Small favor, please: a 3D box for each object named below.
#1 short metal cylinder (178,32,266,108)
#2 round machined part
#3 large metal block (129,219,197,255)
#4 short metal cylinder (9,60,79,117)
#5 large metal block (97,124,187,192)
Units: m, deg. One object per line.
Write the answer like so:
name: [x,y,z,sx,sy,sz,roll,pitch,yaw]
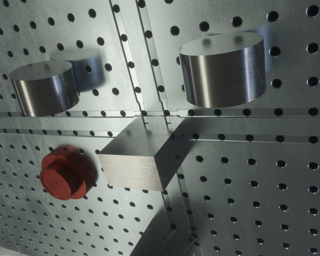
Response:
short metal cylinder: [0.062,-0.059,0.306,0.080,0.080,0.050,2,119,27]
round machined part: [-0.171,0.088,0.545,0.098,0.042,0.097,13,124,21]
large metal block: [0.005,0.207,0.501,0.080,0.080,0.050,18,126,18]
short metal cylinder: [-0.156,-0.056,0.423,0.080,0.080,0.050,9,122,23]
large metal block: [-0.020,0.035,0.408,0.080,0.080,0.050,0,118,28]
